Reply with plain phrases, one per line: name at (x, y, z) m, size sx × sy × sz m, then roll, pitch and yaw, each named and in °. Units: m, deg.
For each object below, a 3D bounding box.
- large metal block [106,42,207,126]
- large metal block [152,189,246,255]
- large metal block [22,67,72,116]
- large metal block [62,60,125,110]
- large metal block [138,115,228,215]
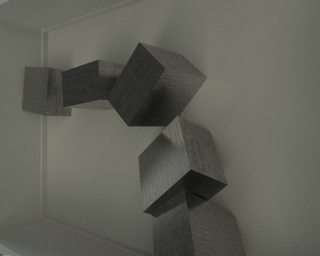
large metal block at (-0.003, -0.048, 0.374) m, size 0.050 × 0.081 × 0.080 m, roll 50°, pitch 120°, yaw 28°
large metal block at (0.040, 0.121, 0.310) m, size 0.050 × 0.080 × 0.080 m, roll -42°, pitch 31°, yaw 26°
large metal block at (-0.202, -0.066, 0.557) m, size 0.080 × 0.050 × 0.079 m, roll 11°, pitch 97°, yaw 39°
large metal block at (-0.079, -0.057, 0.437) m, size 0.080 × 0.081 × 0.050 m, roll -6°, pitch 86°, yaw 40°
large metal block at (0.021, 0.047, 0.352) m, size 0.080 × 0.050 × 0.080 m, roll -47°, pitch 33°, yaw 29°
